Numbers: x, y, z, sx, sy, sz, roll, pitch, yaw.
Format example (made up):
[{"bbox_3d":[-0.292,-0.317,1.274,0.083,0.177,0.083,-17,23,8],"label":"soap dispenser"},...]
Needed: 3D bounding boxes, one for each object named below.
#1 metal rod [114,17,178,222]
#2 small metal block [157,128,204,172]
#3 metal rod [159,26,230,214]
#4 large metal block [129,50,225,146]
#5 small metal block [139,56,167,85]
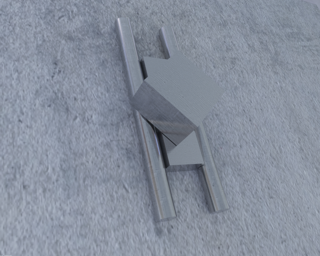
[{"bbox_3d":[-0.025,-0.029,0.411,0.025,0.025,0.299,1,61,-28],"label":"metal rod"},{"bbox_3d":[0.023,0.029,0.401,0.050,0.025,0.050,1,61,-28],"label":"small metal block"},{"bbox_3d":[0.042,-0.028,0.448,0.025,0.025,0.299,1,61,-28],"label":"metal rod"},{"bbox_3d":[0.023,-0.039,0.392,0.080,0.050,0.080,42,51,0],"label":"large metal block"},{"bbox_3d":[-0.002,-0.074,0.449,0.050,0.025,0.050,1,61,-28],"label":"small metal block"}]
